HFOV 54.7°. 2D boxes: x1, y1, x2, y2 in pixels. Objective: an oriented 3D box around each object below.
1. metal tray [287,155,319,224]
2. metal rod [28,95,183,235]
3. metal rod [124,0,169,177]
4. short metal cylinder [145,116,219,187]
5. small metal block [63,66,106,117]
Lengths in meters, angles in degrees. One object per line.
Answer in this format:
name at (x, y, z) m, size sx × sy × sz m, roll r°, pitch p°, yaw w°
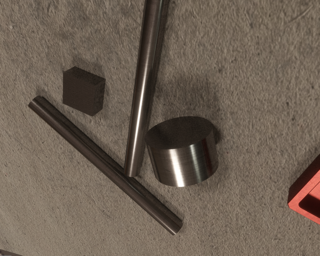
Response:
metal tray at (0.222, 0.082, 0.337) m, size 0.130 × 0.030 × 0.089 m, roll 29°, pitch 128°, yaw 9°
metal rod at (-0.083, 0.059, 0.485) m, size 0.300 × 0.025 × 0.025 m, roll 42°, pitch 129°, yaw -2°
metal rod at (-0.019, -0.054, 0.381) m, size 0.025 × 0.025 × 0.298 m, roll 22°, pitch 127°, yaw 15°
short metal cylinder at (0.027, 0.026, 0.372) m, size 0.080 × 0.080 × 0.050 m, roll 0°, pitch 118°, yaw 28°
small metal block at (-0.106, -0.051, 0.429) m, size 0.050 × 0.025 × 0.050 m, roll 24°, pitch 127°, yaw 13°
